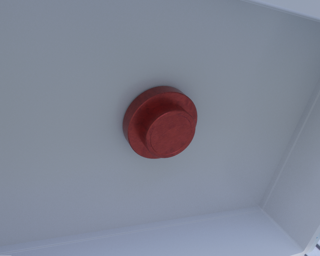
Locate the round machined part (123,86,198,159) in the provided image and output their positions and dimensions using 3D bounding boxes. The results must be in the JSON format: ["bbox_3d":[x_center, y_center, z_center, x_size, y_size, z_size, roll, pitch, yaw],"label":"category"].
[{"bbox_3d":[0.006,-0.001,0.396,0.099,0.042,0.097,-14,124,-21],"label":"round machined part"}]
